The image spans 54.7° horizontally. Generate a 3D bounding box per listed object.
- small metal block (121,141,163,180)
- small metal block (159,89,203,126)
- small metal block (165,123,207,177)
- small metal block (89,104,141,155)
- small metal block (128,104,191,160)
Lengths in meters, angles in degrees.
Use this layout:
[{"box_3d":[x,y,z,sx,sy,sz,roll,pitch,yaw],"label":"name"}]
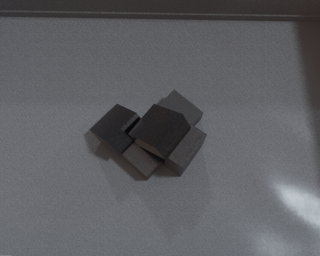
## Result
[{"box_3d":[-0.018,0.030,0.397,0.050,0.025,0.050,40,75,13],"label":"small metal block"},{"box_3d":[0.021,-0.014,0.413,0.050,0.025,0.050,40,75,13],"label":"small metal block"},{"box_3d":[0.031,0.028,0.384,0.025,0.050,0.050,34,73,11],"label":"small metal block"},{"box_3d":[-0.054,0.000,0.394,0.050,0.025,0.050,-46,38,-15],"label":"small metal block"},{"box_3d":[-0.001,0.003,0.367,0.050,0.025,0.050,24,68,44],"label":"small metal block"}]
